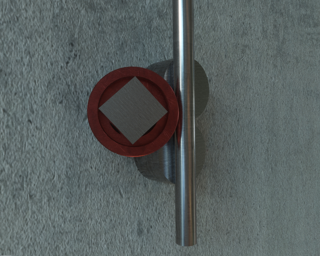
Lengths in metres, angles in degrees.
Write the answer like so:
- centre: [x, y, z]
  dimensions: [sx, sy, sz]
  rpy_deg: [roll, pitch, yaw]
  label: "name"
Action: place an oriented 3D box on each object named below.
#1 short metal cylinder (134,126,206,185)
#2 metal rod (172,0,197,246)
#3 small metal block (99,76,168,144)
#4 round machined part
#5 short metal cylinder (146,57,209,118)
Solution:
- centre: [0.013, 0.031, 0.400]
  dimensions: [0.081, 0.050, 0.080]
  rpy_deg: [1, 89, -40]
  label: "short metal cylinder"
- centre: [0.029, -0.014, 0.366]
  dimensions: [0.025, 0.025, 0.298]
  rpy_deg: [-1, 91, -40]
  label: "metal rod"
- centre: [-0.029, -0.018, 0.329]
  dimensions: [0.050, 0.025, 0.050]
  rpy_deg: [-44, 96, -10]
  label: "small metal block"
- centre: [-0.031, -0.017, 0.352]
  dimensions: [0.099, 0.042, 0.097]
  rpy_deg: [0, 88, -11]
  label: "round machined part"
- centre: [0.019, -0.050, 0.406]
  dimensions: [0.081, 0.050, 0.079]
  rpy_deg: [0, 90, -40]
  label: "short metal cylinder"
